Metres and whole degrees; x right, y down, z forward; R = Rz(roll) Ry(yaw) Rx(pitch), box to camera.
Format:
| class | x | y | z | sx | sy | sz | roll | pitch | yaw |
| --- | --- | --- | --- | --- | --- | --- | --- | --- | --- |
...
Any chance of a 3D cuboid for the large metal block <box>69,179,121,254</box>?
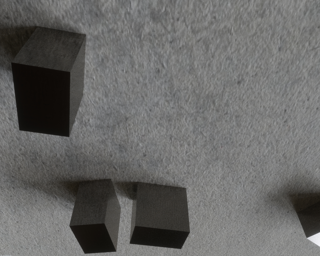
| class | x | y | z | sx | sy | sz | roll | pitch | yaw |
| --- | --- | --- | --- | --- | --- | --- | --- | --- | --- |
| large metal block | -0.098 | 0.139 | 0.488 | 0.050 | 0.080 | 0.080 | -5 | 130 | 4 |

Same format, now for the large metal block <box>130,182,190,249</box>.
| class | x | y | z | sx | sy | sz | roll | pitch | yaw |
| --- | --- | --- | --- | --- | --- | --- | --- | --- | --- |
| large metal block | -0.001 | 0.137 | 0.488 | 0.081 | 0.080 | 0.050 | 9 | 129 | -9 |

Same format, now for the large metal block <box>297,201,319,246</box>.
| class | x | y | z | sx | sy | sz | roll | pitch | yaw |
| --- | --- | --- | --- | --- | --- | --- | --- | --- | --- |
| large metal block | 0.303 | 0.166 | 0.537 | 0.080 | 0.050 | 0.080 | 34 | 122 | -26 |

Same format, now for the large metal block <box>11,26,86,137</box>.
| class | x | y | z | sx | sy | sz | roll | pitch | yaw |
| --- | --- | --- | --- | --- | --- | --- | --- | --- | --- |
| large metal block | -0.112 | -0.049 | 0.327 | 0.050 | 0.080 | 0.079 | 8 | 130 | -8 |
